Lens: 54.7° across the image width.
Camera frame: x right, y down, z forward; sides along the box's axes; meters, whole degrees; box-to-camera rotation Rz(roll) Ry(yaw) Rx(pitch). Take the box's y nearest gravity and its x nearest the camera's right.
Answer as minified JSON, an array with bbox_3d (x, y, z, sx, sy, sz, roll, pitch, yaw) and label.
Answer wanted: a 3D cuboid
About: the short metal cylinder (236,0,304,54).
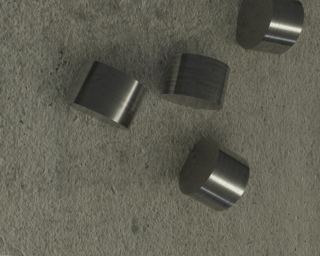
[{"bbox_3d":[0.152,-0.147,0.435,0.050,0.080,0.080,4,89,-20],"label":"short metal cylinder"}]

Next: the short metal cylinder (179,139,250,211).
[{"bbox_3d":[0.069,0.061,0.405,0.050,0.080,0.080,32,80,-18],"label":"short metal cylinder"}]

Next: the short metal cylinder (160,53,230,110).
[{"bbox_3d":[0.045,-0.057,0.396,0.081,0.080,0.050,14,86,-20],"label":"short metal cylinder"}]

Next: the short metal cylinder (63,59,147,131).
[{"bbox_3d":[-0.062,-0.036,0.357,0.080,0.080,0.050,26,81,-18],"label":"short metal cylinder"}]
